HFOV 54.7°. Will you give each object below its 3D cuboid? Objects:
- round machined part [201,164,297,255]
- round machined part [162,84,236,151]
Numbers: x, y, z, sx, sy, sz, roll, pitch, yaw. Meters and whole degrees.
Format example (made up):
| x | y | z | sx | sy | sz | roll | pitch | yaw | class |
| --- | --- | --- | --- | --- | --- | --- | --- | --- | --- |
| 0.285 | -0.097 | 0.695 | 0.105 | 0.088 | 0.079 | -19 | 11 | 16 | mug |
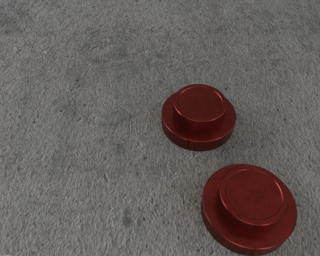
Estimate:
| x | y | z | sx | sy | sz | roll | pitch | yaw | class |
| --- | --- | --- | --- | --- | --- | --- | --- | --- | --- |
| 0.094 | 0.078 | 0.327 | 0.099 | 0.042 | 0.098 | 0 | 50 | 0 | round machined part |
| 0.051 | -0.021 | 0.410 | 0.099 | 0.042 | 0.098 | 0 | 50 | 0 | round machined part |
